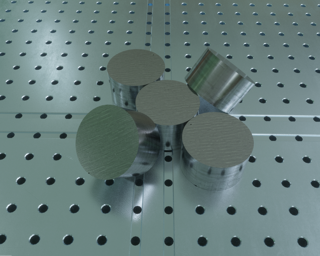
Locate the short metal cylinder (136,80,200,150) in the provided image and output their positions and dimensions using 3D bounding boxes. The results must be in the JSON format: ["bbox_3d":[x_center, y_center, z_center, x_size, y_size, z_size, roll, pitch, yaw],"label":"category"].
[{"bbox_3d":[0.010,-0.018,0.406,0.081,0.050,0.080,0,50,0],"label":"short metal cylinder"}]

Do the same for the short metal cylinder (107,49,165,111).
[{"bbox_3d":[-0.033,-0.070,0.449,0.081,0.050,0.080,0,50,0],"label":"short metal cylinder"}]

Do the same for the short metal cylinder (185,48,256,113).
[{"bbox_3d":[0.081,-0.065,0.420,0.080,0.050,0.080,32,21,-14],"label":"short metal cylinder"}]

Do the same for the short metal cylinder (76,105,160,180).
[{"bbox_3d":[-0.047,0.017,0.350,0.080,0.050,0.080,-3,84,25],"label":"short metal cylinder"}]

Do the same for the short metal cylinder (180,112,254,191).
[{"bbox_3d":[0.065,0.027,0.369,0.081,0.050,0.080,0,50,0],"label":"short metal cylinder"}]
